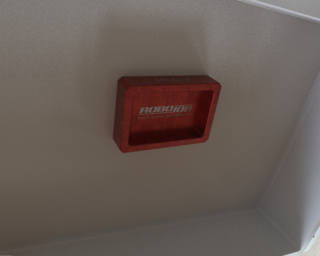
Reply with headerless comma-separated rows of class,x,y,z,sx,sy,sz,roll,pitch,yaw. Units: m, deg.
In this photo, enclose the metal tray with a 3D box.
metal tray,0.009,-0.020,0.399,0.131,0.030,0.089,-6,121,-26
